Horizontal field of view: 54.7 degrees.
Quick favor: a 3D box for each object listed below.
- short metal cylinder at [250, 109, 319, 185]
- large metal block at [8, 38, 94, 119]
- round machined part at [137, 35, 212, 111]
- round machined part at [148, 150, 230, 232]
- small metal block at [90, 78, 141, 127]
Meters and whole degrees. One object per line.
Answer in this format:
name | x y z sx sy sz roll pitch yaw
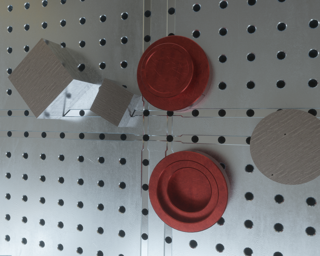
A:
short metal cylinder | 0.144 0.020 0.348 0.080 0.050 0.080 0 90 20
large metal block | -0.160 -0.070 0.456 0.080 0.050 0.080 -42 77 15
round machined part | 0.015 -0.071 0.398 0.098 0.042 0.097 0 90 20
round machined part | 0.039 0.076 0.390 0.098 0.042 0.097 0 90 20
small metal block | -0.062 -0.035 0.435 0.050 0.025 0.050 30 100 17
